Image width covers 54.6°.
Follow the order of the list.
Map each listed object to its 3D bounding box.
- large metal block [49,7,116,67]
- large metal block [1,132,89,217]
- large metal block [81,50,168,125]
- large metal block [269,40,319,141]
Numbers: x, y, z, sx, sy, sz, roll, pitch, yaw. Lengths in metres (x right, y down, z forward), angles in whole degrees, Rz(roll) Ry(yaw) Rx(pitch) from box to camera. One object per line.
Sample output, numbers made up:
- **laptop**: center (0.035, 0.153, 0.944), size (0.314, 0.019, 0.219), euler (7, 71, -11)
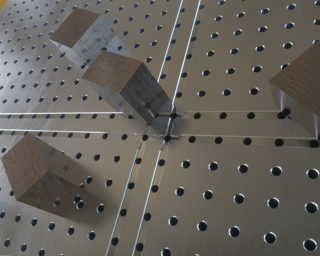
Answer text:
- **large metal block**: center (-0.143, -0.169, 0.573), size (0.080, 0.050, 0.080), euler (29, 77, 37)
- **large metal block**: center (-0.153, 0.064, 0.416), size (0.050, 0.080, 0.080), euler (-44, 51, -2)
- **large metal block**: center (-0.048, -0.057, 0.434), size (0.080, 0.080, 0.050), euler (25, 75, 37)
- **large metal block**: center (0.177, -0.039, 0.324), size (0.080, 0.050, 0.080), euler (-39, 51, 1)
